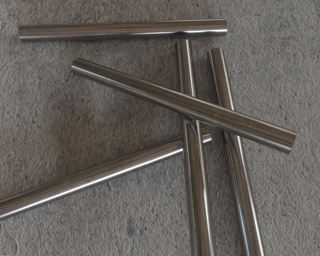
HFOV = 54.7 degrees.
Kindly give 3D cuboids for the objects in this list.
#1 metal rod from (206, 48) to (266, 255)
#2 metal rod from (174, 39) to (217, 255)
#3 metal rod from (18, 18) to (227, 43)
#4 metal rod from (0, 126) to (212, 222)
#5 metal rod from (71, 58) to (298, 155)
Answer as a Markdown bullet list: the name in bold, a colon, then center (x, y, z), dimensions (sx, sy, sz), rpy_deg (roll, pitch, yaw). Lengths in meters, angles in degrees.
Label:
- **metal rod**: center (0.095, 0.031, 0.397), dimensions (0.025, 0.025, 0.299), rpy_deg (-6, 70, -2)
- **metal rod**: center (0.039, 0.008, 0.377), dimensions (0.025, 0.025, 0.299), rpy_deg (-2, 59, -1)
- **metal rod**: center (-0.053, -0.145, 0.460), dimensions (0.302, 0.025, 0.025), rpy_deg (-2, 70, -1)
- **metal rod**: center (-0.079, 0.059, 0.385), dimensions (0.302, 0.025, 0.025), rpy_deg (-20, 71, -7)
- **metal rod**: center (0.010, -0.036, 0.379), dimensions (0.300, 0.025, 0.025), rpy_deg (22, 71, 24)
